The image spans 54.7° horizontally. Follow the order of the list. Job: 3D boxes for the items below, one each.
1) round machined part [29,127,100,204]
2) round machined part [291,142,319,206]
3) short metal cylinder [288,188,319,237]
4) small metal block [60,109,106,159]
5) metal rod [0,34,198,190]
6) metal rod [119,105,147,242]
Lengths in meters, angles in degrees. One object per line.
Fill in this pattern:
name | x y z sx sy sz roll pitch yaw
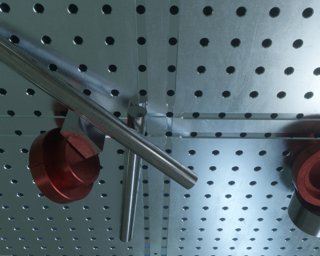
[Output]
round machined part | -0.115 0.045 0.400 0.042 0.098 0.098 -22 127 20
round machined part | 0.238 0.060 0.441 0.099 0.042 0.097 1 112 3
short metal cylinder | 0.246 0.120 0.479 0.080 0.080 0.050 -2 131 1
small metal block | -0.095 0.002 0.396 0.025 0.050 0.050 -23 127 18
metal rod | -0.072 -0.012 0.374 0.301 0.025 0.025 36 121 -18
metal rod | -0.047 0.092 0.488 0.025 0.025 0.298 5 130 -5
